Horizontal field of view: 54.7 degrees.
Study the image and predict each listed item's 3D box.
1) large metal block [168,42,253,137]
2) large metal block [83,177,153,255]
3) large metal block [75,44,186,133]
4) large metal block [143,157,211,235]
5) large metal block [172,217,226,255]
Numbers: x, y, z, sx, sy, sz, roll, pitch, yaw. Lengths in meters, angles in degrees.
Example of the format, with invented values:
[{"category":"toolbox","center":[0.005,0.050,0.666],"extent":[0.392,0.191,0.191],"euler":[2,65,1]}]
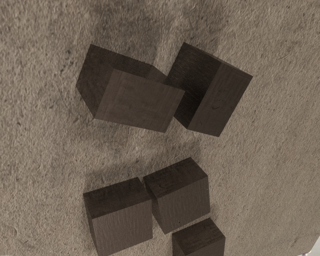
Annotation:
[{"category":"large metal block","center":[0.049,-0.047,0.371],"extent":[0.050,0.080,0.080],"euler":[14,111,-34]},{"category":"large metal block","center":[-0.058,0.126,0.438],"extent":[0.081,0.050,0.079],"euler":[-14,125,-21]},{"category":"large metal block","center":[-0.034,-0.042,0.328],"extent":[0.081,0.080,0.050],"euler":[12,112,-34]},{"category":"large metal block","center":[0.027,0.102,0.471],"extent":[0.081,0.050,0.079],"euler":[-21,127,-16]},{"category":"large metal block","center":[0.070,0.224,0.570],"extent":[0.081,0.050,0.079],"euler":[-16,125,-20]}]
